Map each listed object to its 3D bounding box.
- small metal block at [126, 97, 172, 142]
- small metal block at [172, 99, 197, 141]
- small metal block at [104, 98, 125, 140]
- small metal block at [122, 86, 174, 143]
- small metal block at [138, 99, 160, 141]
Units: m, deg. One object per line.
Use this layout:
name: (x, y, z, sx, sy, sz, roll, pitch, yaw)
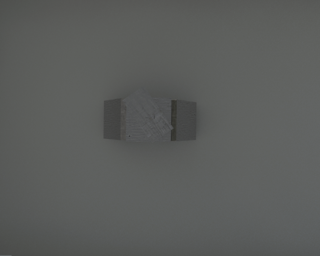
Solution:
small metal block: (-0.013, -0.009, 0.359, 0.050, 0.025, 0.050, 1, 90, 0)
small metal block: (0.023, -0.009, 0.395, 0.025, 0.050, 0.050, 1, 90, 34)
small metal block: (-0.050, -0.011, 0.394, 0.025, 0.050, 0.050, 1, 90, -34)
small metal block: (-0.011, -0.013, 0.321, 0.025, 0.050, 0.050, -35, 90, 1)
small metal block: (-0.013, -0.009, 0.397, 0.025, 0.050, 0.050, 1, 90, 0)
